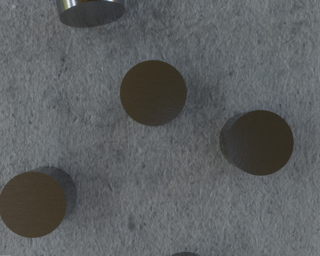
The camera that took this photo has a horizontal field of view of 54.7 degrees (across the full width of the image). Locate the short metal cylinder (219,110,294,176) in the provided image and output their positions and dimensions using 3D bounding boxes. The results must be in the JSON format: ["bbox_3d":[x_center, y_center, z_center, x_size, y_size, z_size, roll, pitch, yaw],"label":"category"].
[{"bbox_3d":[0.122,0.018,0.399,0.081,0.050,0.079,0,90,-1],"label":"short metal cylinder"}]

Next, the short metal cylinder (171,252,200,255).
[{"bbox_3d":[0.035,0.209,0.398,0.081,0.050,0.079,0,90,-1],"label":"short metal cylinder"}]

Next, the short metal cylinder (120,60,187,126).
[{"bbox_3d":[-0.008,-0.042,0.397,0.081,0.050,0.079,0,90,-1],"label":"short metal cylinder"}]

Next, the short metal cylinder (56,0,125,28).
[{"bbox_3d":[-0.088,-0.163,0.381,0.080,0.080,0.050,-12,90,0],"label":"short metal cylinder"}]

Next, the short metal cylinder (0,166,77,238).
[{"bbox_3d":[-0.153,0.092,0.396,0.081,0.050,0.079,0,90,-1],"label":"short metal cylinder"}]
